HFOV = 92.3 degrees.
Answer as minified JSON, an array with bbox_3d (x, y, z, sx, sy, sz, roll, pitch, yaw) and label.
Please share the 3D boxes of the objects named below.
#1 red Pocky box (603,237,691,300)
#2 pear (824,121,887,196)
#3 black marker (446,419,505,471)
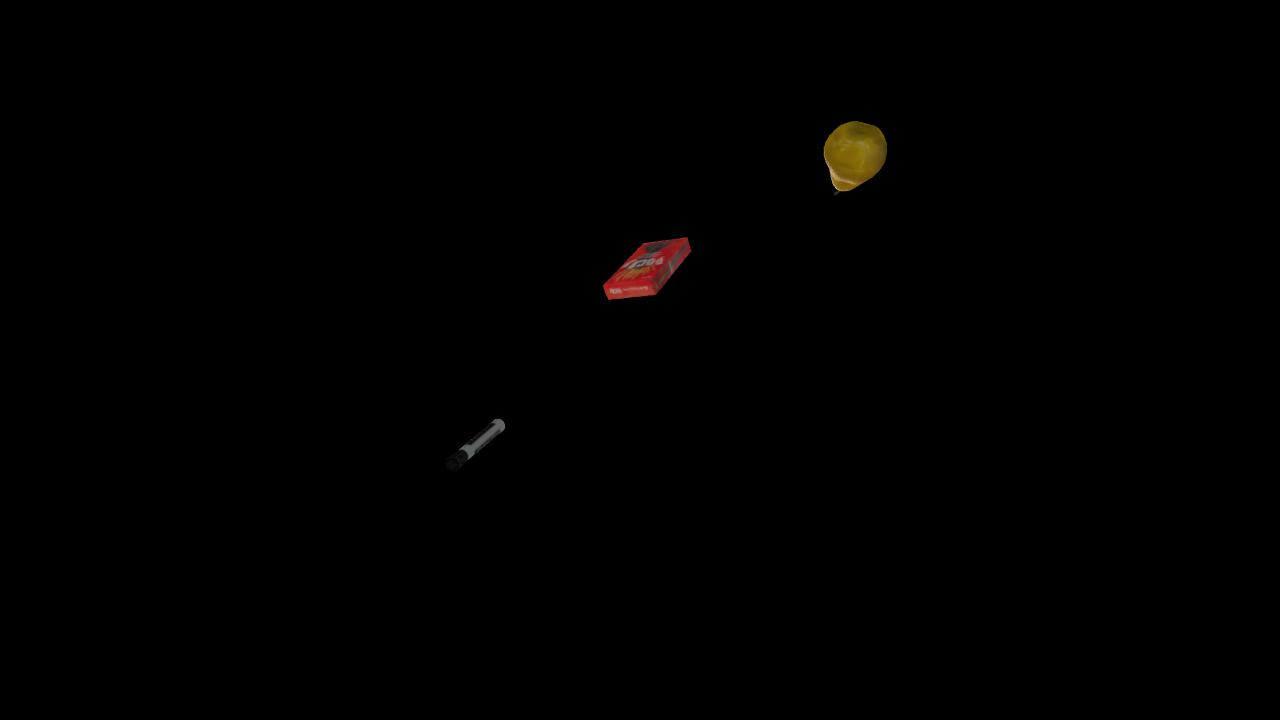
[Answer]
[{"bbox_3d":[0.014,-0.140,0.927,0.083,0.028,0.155,-2,32,28],"label":"red Pocky box"},{"bbox_3d":[0.283,-0.257,0.822,0.080,0.080,0.111,0,-38,7],"label":"pear"},{"bbox_3d":[-0.203,0.104,0.764,0.020,0.020,0.121,0,17,16],"label":"black marker"}]
